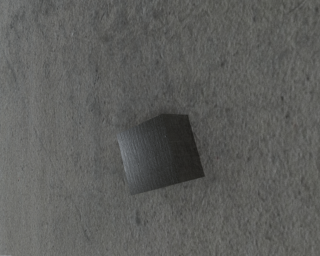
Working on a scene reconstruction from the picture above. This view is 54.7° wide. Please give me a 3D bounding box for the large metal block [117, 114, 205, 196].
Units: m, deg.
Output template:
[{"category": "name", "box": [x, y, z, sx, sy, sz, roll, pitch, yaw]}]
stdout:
[{"category": "large metal block", "box": [-0.001, 0.034, 0.387, 0.080, 0.050, 0.080, -23, 76, 37]}]
